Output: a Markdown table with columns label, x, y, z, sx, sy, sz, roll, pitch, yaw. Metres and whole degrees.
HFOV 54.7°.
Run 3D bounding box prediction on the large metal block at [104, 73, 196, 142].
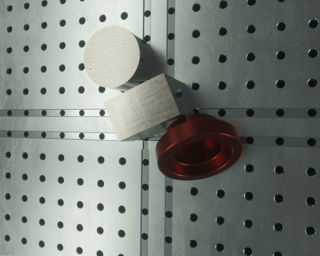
| label | x | y | z | sx | sy | sz | roll | pitch | yaw |
| --- | --- | --- | --- | --- | --- | --- | --- | --- | --- |
| large metal block | -0.008 | -0.022 | 0.386 | 0.080 | 0.080 | 0.050 | -24 | 82 | 18 |

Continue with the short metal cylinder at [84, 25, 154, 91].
| label | x | y | z | sx | sy | sz | roll | pitch | yaw |
| --- | --- | --- | --- | --- | --- | --- | --- | --- | --- |
| short metal cylinder | -0.054 | -0.091 | 0.418 | 0.080 | 0.050 | 0.079 | 0 | 90 | 20 |

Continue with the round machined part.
| label | x | y | z | sx | sy | sz | roll | pitch | yaw |
| --- | --- | --- | --- | --- | --- | --- | --- | --- | --- |
| round machined part | 0.043 | 0.020 | 0.367 | 0.098 | 0.098 | 0.042 | -26 | 50 | 18 |
